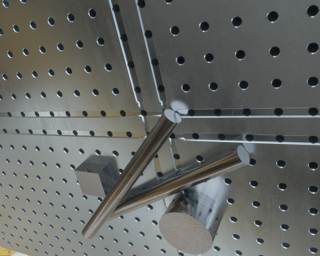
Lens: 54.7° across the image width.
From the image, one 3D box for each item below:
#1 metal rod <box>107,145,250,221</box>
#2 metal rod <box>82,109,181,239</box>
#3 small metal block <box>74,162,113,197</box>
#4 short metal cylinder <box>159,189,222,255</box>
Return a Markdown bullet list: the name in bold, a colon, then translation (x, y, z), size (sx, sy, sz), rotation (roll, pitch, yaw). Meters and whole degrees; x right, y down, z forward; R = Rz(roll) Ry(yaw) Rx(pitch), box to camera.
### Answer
- **metal rod**: translation (0.001, 0.095, 0.469), size (0.299, 0.025, 0.025), rotation (-32, 101, 38)
- **metal rod**: translation (-0.056, 0.087, 0.475), size (0.025, 0.025, 0.298), rotation (37, 123, 3)
- **small metal block**: translation (-0.111, 0.087, 0.524), size (0.050, 0.025, 0.050), rotation (3, 120, 26)
- **short metal cylinder**: translation (0.045, 0.138, 0.456), size (0.080, 0.050, 0.079), rotation (13, 124, 21)
